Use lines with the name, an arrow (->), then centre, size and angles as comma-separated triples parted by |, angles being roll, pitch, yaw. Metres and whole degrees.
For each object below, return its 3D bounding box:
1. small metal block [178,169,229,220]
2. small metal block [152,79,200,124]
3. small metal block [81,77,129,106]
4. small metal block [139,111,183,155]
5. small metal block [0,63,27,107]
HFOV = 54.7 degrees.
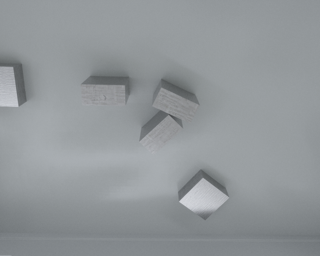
small metal block -> 0.062, 0.096, 0.447 | 0.050, 0.025, 0.050 | 38, 106, -13
small metal block -> 0.019, -0.035, 0.385 | 0.050, 0.050, 0.025 | 24, 108, -9
small metal block -> -0.065, -0.046, 0.380 | 0.050, 0.050, 0.025 | 1, 110, -1
small metal block -> 0.001, 0.000, 0.398 | 0.050, 0.050, 0.025 | -42, 105, 14
small metal block -> -0.201, -0.055, 0.389 | 0.050, 0.025, 0.050 | 1, 110, -1
